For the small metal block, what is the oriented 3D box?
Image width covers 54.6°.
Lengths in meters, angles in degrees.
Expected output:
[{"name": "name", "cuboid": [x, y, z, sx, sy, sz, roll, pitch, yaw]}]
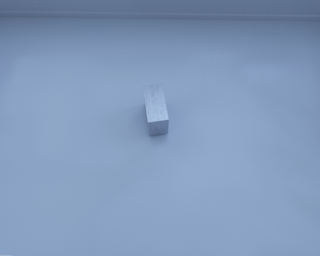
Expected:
[{"name": "small metal block", "cuboid": [-0.006, -0.023, 0.401, 0.025, 0.050, 0.050, -8, 70, -3]}]
